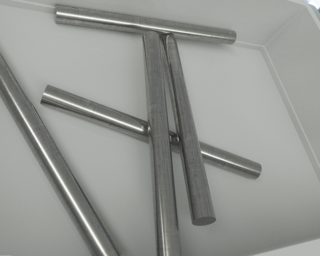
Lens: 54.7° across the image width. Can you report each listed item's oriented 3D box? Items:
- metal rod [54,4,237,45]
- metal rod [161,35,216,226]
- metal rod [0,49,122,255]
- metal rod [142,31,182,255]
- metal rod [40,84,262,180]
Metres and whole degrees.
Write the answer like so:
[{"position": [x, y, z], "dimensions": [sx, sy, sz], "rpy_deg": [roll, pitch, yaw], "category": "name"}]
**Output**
[{"position": [-0.007, -0.160, 0.490], "dimensions": [0.303, 0.025, 0.025], "rpy_deg": [-1, 62, -26], "category": "metal rod"}, {"position": [0.030, -0.022, 0.409], "dimensions": [0.025, 0.025, 0.300], "rpy_deg": [11, 49, -23], "category": "metal rod"}, {"position": [-0.131, 0.009, 0.330], "dimensions": [0.025, 0.025, 0.299], "rpy_deg": [-26, 76, -37], "category": "metal rod"}, {"position": [-0.002, -0.001, 0.372], "dimensions": [0.025, 0.025, 0.299], "rpy_deg": [9, 57, -24], "category": "metal rod"}, {"position": [0.002, 0.011, 0.401], "dimensions": [0.302, 0.025, 0.025], "rpy_deg": [20, 54, -17], "category": "metal rod"}]
